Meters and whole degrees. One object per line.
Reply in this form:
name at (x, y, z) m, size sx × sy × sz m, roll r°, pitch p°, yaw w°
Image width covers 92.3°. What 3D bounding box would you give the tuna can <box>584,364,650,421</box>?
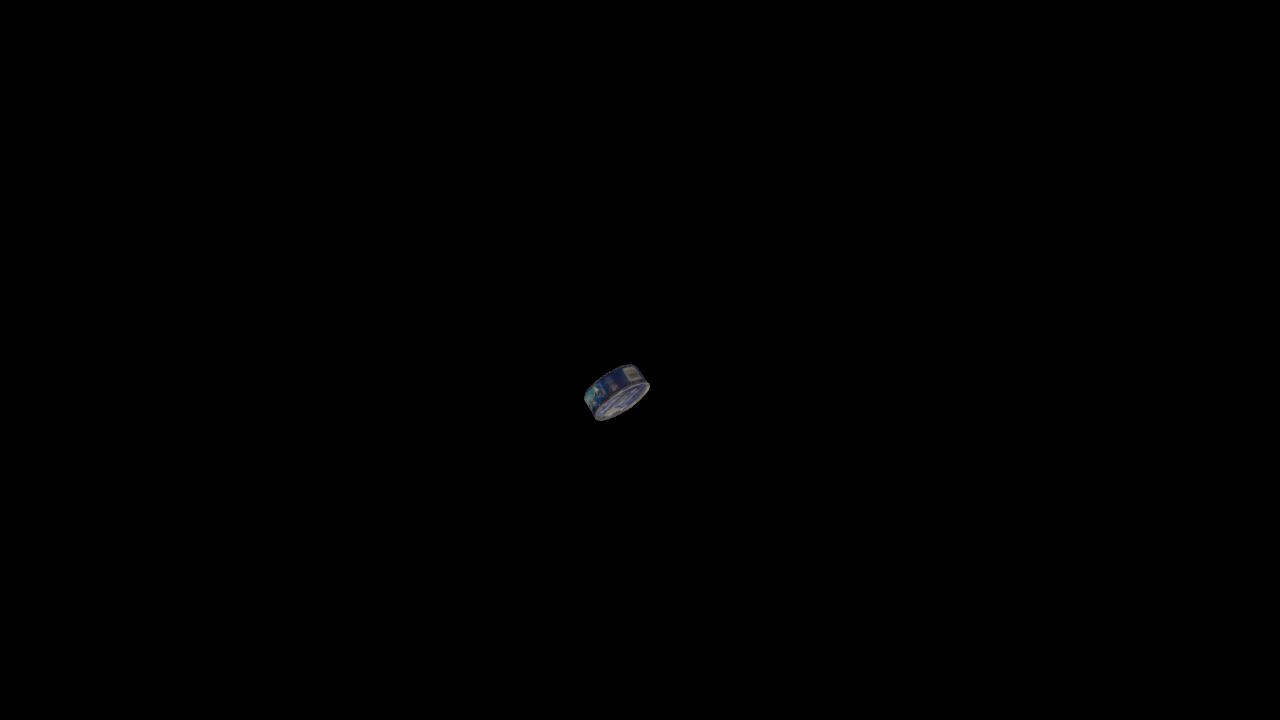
tuna can at (-0.031, 0.042, 0.805) m, size 0.084 × 0.034 × 0.084 m, roll -30°, pitch -19°, yaw -11°
